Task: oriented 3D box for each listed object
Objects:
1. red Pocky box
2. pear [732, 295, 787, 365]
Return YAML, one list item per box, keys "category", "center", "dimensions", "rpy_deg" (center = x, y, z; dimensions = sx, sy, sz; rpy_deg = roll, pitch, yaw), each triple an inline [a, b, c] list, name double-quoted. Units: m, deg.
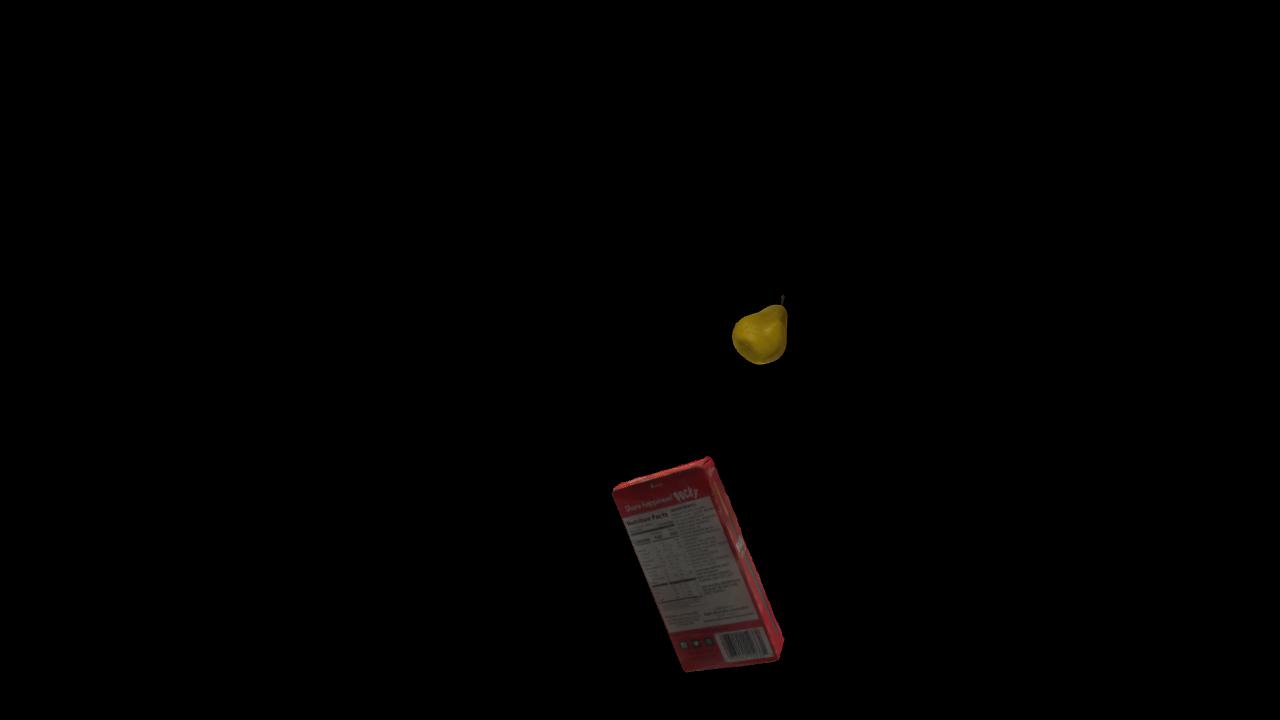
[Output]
- category: "red Pocky box"
  center: [0.044, 0.157, 0.468]
  dimensions: [0.083, 0.155, 0.028]
  rpy_deg: [-21, 2, 27]
- category: "pear"
  center: [0.190, -0.046, 0.902]
  dimensions: [0.111, 0.080, 0.080]
  rpy_deg: [-42, 14, -16]
